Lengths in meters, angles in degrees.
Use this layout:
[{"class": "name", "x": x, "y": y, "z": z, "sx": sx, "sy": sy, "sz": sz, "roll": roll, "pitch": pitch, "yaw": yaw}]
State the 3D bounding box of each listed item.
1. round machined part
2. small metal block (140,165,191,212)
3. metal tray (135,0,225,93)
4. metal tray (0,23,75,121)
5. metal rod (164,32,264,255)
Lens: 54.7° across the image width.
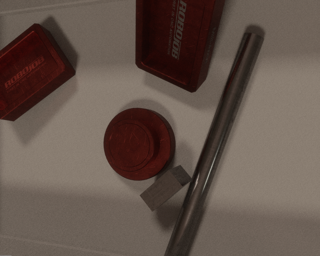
[{"class": "round machined part", "x": -0.032, "y": 0.022, "z": 0.412, "sx": 0.098, "sy": 0.042, "sz": 0.097, "roll": 0, "pitch": 90, "yaw": 19}, {"class": "small metal block", "x": 0.009, "y": 0.075, "z": 0.393, "sx": 0.050, "sy": 0.050, "sz": 0.025, "roll": -43, "pitch": 77, "yaw": 15}, {"class": "metal tray", "x": 0.017, "y": -0.111, "z": 0.356, "sx": 0.090, "sy": 0.129, "sz": 0.030, "roll": 28, "pitch": 54, "yaw": 17}, {"class": "metal tray", "x": -0.205, "y": -0.082, "z": 0.467, "sx": 0.130, "sy": 0.030, "sz": 0.090, "roll": -35, "pitch": 79, "yaw": 6}, {"class": "metal rod", "x": 0.065, "y": 0.031, "z": 0.387, "sx": 0.025, "sy": 0.025, "sz": 0.298, "roll": 21, "pitch": 97, "yaw": 18}]
